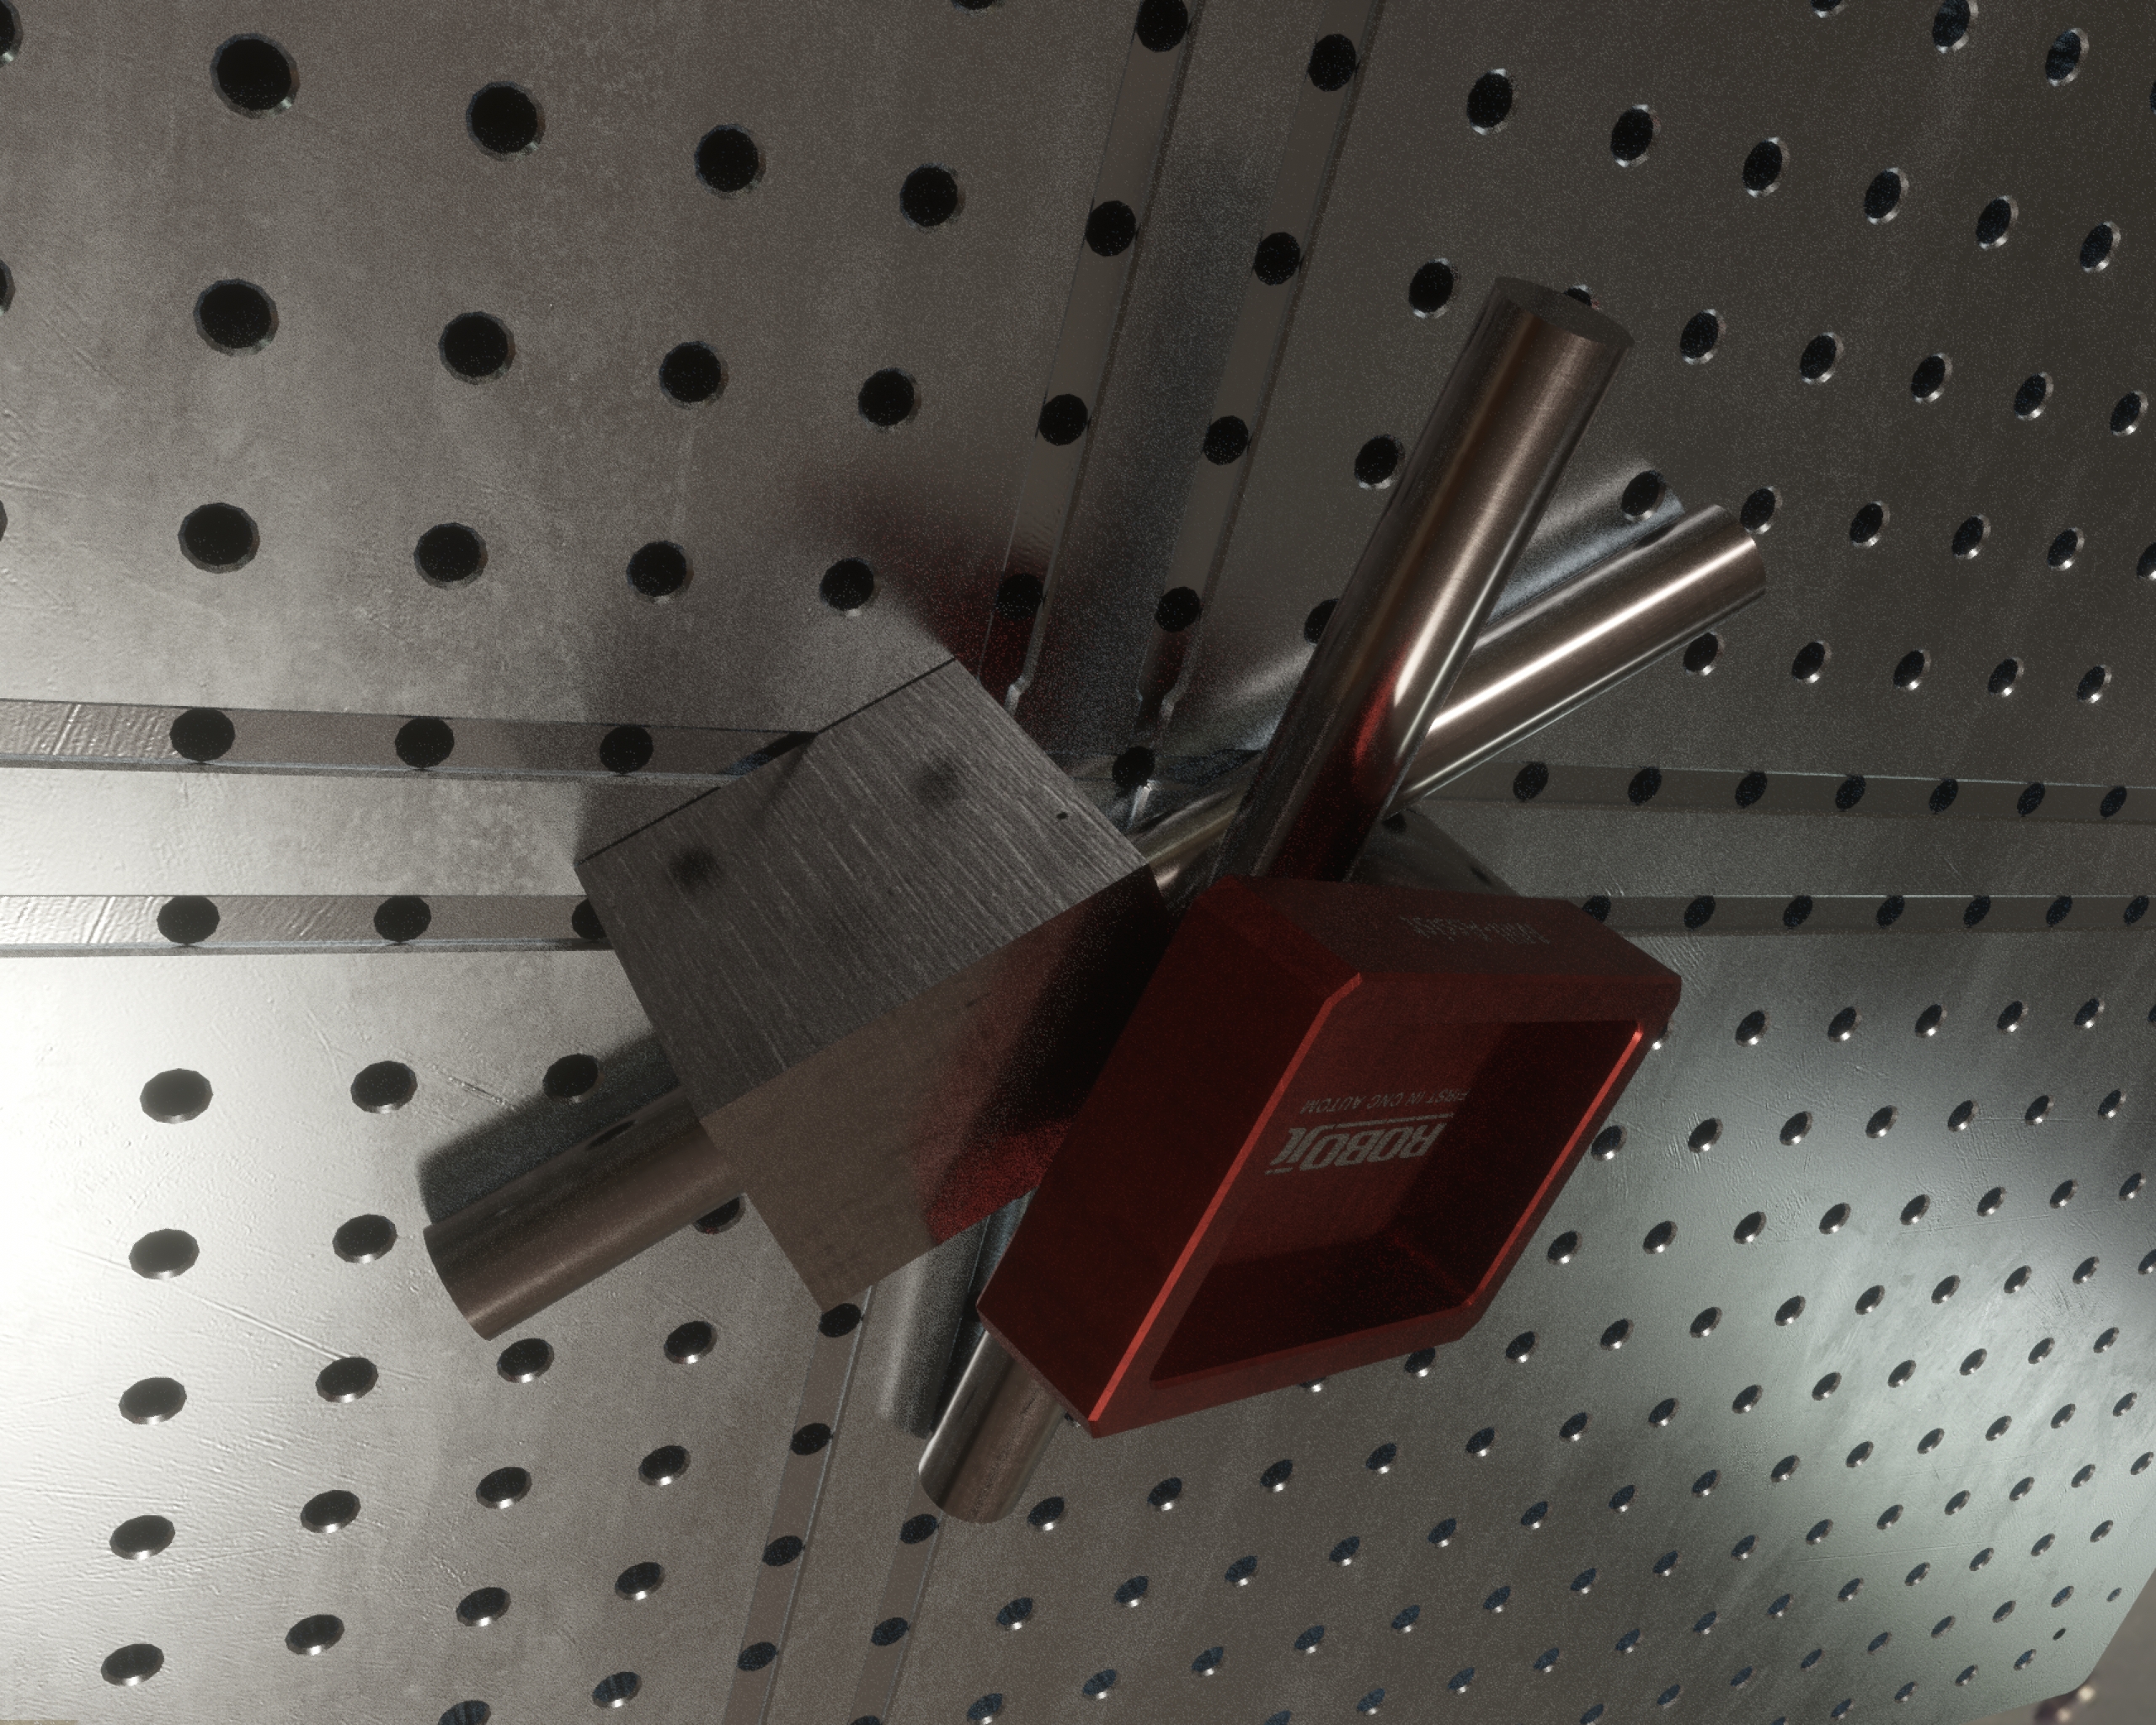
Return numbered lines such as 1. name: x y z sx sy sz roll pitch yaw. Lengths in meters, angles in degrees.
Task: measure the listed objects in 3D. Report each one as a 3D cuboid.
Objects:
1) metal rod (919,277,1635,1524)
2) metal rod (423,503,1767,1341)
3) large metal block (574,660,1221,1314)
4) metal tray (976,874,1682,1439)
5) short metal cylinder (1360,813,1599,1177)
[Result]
1. metal rod: 0.027 0.028 0.415 0.025 0.025 0.298 4 126 -31
2. metal rod: 0.011 0.007 0.424 0.301 0.025 0.025 -30 129 -10
3. large metal block: -0.033 0.019 0.370 0.080 0.080 0.050 -30 129 -10
4. metal tray: 0.050 0.050 0.377 0.131 0.030 0.089 5 118 -52
5. short metal cylinder: 0.066 0.034 0.453 0.081 0.050 0.079 -14 125 -21
